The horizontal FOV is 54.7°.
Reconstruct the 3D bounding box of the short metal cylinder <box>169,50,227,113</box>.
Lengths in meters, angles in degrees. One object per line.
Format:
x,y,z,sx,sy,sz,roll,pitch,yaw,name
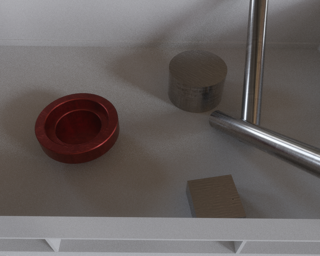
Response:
0.053,-0.068,0.447,0.081,0.050,0.080,0,50,0,short metal cylinder

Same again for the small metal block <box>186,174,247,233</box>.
0.059,0.082,0.337,0.050,0.025,0.050,-7,50,-7,small metal block

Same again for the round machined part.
-0.100,0.005,0.389,0.099,0.042,0.098,0,50,0,round machined part

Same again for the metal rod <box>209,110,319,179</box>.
0.138,0.028,0.288,0.025,0.025,0.300,-22,23,-18,metal rod

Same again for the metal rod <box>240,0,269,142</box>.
0.132,-0.128,0.422,0.025,0.025,0.299,6,80,5,metal rod
